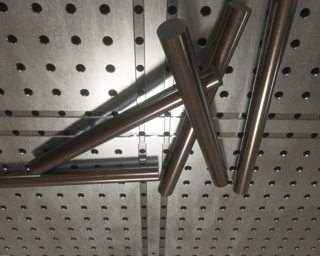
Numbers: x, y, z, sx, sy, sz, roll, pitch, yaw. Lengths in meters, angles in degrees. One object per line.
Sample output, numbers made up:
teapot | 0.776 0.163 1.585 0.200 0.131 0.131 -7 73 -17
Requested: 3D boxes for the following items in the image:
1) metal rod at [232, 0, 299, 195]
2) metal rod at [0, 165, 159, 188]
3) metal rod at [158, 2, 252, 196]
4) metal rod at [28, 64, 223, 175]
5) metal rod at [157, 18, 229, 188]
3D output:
metal rod | 0.126 -0.016 0.399 0.025 0.025 0.298 -1 130 0
metal rod | -0.153 0.076 0.473 0.302 0.025 0.025 -3 130 2
metal rod | 0.044 -0.011 0.403 0.025 0.025 0.298 10 129 -9
metal rod | -0.061 0.001 0.394 0.300 0.025 0.025 -25 126 25
metal rod | 0.052 0.001 0.366 0.025 0.025 0.299 -14 144 11
